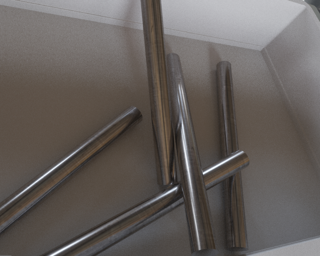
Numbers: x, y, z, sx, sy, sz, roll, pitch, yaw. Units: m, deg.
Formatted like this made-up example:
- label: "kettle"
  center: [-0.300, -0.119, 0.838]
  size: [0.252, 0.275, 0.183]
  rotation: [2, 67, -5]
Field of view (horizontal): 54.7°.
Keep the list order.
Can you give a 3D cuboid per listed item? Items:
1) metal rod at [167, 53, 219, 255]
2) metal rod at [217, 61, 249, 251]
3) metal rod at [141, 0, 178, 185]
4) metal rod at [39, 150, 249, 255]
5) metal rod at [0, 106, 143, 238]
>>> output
- label: "metal rod"
  center: [0.030, 0.004, 0.383]
  size: [0.025, 0.025, 0.300]
  rotation: [14, 44, -21]
- label: "metal rod"
  center: [0.101, 0.019, 0.450]
  size: [0.025, 0.025, 0.300]
  rotation: [17, 55, -19]
- label: "metal rod"
  center: [-0.004, -0.082, 0.378]
  size: [0.025, 0.025, 0.298]
  rotation: [-5, 88, -31]
- label: "metal rod"
  center: [-0.013, 0.089, 0.329]
  size: [0.302, 0.025, 0.025]
  rotation: [-22, 74, -31]
- label: "metal rod"
  center: [-0.119, 0.061, 0.304]
  size: [0.025, 0.025, 0.302]
  rotation: [46, 51, 3]
